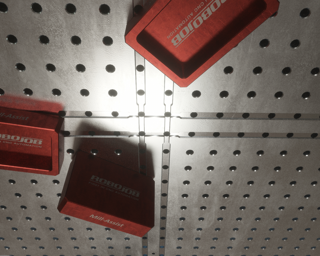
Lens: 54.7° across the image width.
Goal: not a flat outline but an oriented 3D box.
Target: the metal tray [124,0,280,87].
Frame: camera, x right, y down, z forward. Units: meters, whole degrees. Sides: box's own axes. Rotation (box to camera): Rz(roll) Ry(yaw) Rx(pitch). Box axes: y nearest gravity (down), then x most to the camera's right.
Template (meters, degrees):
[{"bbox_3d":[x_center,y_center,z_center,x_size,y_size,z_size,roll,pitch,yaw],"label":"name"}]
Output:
[{"bbox_3d":[0.038,-0.112,0.313,0.090,0.030,0.130,35,121,-27],"label":"metal tray"}]

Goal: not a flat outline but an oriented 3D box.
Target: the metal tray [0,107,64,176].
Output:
[{"bbox_3d":[-0.200,0.018,0.420,0.131,0.030,0.089,8,130,-8],"label":"metal tray"}]

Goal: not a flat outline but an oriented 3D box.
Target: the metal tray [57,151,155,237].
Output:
[{"bbox_3d":[-0.071,0.095,0.448,0.131,0.090,0.030,24,126,-20],"label":"metal tray"}]
